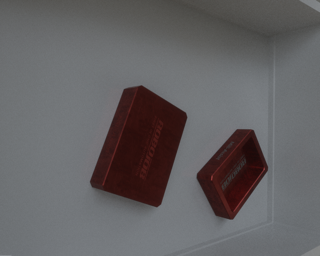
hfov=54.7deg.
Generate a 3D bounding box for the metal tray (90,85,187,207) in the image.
[{"bbox_3d":[-0.022,0.024,0.387,0.090,0.030,0.130,29,72,-37],"label":"metal tray"}]

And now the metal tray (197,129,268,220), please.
[{"bbox_3d":[0.124,0.073,0.510,0.131,0.030,0.090,-41,115,-32],"label":"metal tray"}]
